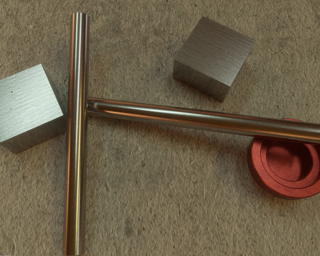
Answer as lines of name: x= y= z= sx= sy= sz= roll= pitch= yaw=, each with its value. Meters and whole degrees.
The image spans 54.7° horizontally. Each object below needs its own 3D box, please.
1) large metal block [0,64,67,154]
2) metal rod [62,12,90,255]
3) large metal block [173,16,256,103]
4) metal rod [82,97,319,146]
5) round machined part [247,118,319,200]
large metal block: x=-0.170 y=-0.024 z=0.402 sx=0.080 sy=0.050 sz=0.080 roll=-25 pitch=72 yaw=-9
metal rod: x=-0.103 y=-0.002 z=0.385 sx=0.025 sy=0.025 sz=0.299 roll=-1 pitch=78 yaw=-1
large metal block: x=0.073 y=-0.095 z=0.430 sx=0.080 sy=0.050 sz=0.080 roll=28 pitch=72 yaw=9
metal rod: x=0.040 y=-0.011 z=0.384 sx=0.301 sy=0.025 sz=0.025 roll=8 pitch=70 yaw=13
round machined part: x=0.157 y=0.040 z=0.386 sx=0.099 sy=0.042 sz=0.098 roll=0 pitch=70 yaw=-1
